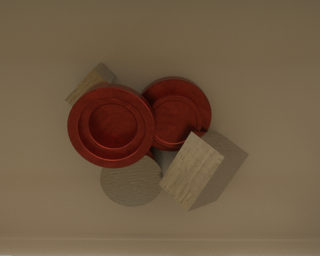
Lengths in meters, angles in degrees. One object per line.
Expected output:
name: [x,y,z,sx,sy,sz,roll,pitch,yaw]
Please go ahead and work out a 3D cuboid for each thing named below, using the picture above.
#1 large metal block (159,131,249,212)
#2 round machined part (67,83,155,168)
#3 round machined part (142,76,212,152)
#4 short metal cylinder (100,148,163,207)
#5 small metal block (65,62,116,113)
large metal block: [0.057,0.052,0.393,0.050,0.080,0.080,40,109,29]
round machined part: [-0.055,-0.005,0.367,0.099,0.042,0.097,0,110,-1]
round machined part: [0.017,-0.014,0.394,0.099,0.042,0.097,0,110,-1]
short metal cylinder: [-0.036,0.058,0.417,0.081,0.050,0.079,0,110,-1]
small metal block: [-0.083,-0.050,0.376,0.025,0.050,0.050,43,105,-14]
